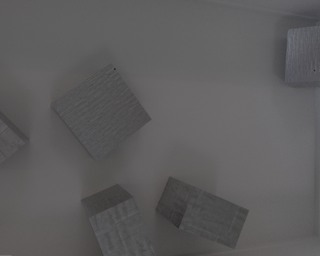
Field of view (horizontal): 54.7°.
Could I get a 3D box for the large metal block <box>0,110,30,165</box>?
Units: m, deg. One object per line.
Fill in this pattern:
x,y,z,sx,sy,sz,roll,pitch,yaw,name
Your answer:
-0.184,0.002,0.314,0.050,0.080,0.080,-44,104,-14,large metal block

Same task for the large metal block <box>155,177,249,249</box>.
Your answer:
0.051,0.106,0.400,0.080,0.080,0.050,26,82,-18,large metal block

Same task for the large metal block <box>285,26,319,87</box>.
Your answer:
0.236,-0.105,0.460,0.050,0.080,0.080,6,88,-56,large metal block

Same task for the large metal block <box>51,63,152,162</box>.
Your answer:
-0.071,-0.018,0.371,0.080,0.050,0.080,-39,103,-16,large metal block

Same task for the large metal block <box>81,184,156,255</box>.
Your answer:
-0.050,0.119,0.363,0.050,0.080,0.080,-22,98,-19,large metal block
